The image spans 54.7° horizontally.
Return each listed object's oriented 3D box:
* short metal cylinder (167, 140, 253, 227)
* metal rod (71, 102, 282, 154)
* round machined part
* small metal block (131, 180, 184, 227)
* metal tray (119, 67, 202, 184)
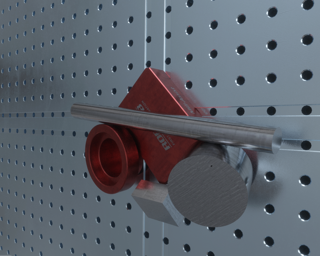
[{"bbox_3d":[0.054,0.056,0.327,0.080,0.050,0.079,7,111,19],"label":"short metal cylinder"},{"bbox_3d":[-0.009,-0.007,0.374,0.300,0.025,0.025,9,96,39],"label":"metal rod"},{"bbox_3d":[-0.062,0.041,0.440,0.098,0.042,0.097,8,102,44],"label":"round machined part"},{"bbox_3d":[0.000,0.094,0.390,0.050,0.025,0.050,3,136,39],"label":"small metal block"},{"bbox_3d":[0.002,-0.004,0.404,0.090,0.030,0.130,-51,61,27],"label":"metal tray"}]
